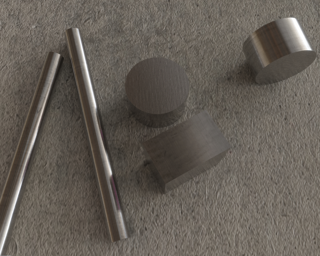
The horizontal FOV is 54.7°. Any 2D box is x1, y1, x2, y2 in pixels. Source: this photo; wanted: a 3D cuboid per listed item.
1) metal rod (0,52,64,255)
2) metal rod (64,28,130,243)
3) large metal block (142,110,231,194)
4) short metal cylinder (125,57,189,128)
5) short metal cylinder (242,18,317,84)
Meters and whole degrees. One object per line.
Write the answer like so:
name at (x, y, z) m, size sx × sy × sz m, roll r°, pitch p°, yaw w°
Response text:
metal rod at (-0.173, 0.037, 0.393) m, size 0.025 × 0.025 × 0.299 m, roll 8°, pitch 70°, yaw 3°
metal rod at (-0.088, -0.005, 0.408) m, size 0.025 × 0.025 × 0.299 m, roll -15°, pitch 71°, yaw -6°
large metal block at (0.028, 0.032, 0.367) m, size 0.080 × 0.080 × 0.050 m, roll -28°, pitch 73°, yaw -10°
short metal cylinder at (-0.004, -0.046, 0.411) m, size 0.081 × 0.050 × 0.080 m, roll 0°, pitch 70°, yaw 0°
short metal cylinder at (0.159, -0.101, 0.417) m, size 0.081 × 0.080 × 0.050 m, roll -14°, pitch 71°, yaw -5°
